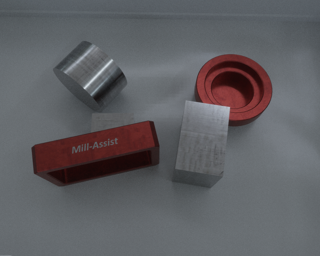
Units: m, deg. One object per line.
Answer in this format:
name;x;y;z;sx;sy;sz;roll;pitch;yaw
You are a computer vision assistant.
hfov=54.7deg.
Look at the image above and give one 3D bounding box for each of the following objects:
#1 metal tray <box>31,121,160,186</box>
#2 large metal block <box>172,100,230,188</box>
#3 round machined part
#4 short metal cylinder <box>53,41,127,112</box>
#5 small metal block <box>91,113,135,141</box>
metal tray;-0.068;0.033;0.362;0.131;0.090;0.030;-12;71;-5
large metal block;0.047;0.023;0.373;0.050;0.080;0.080;9;71;3
round machined part;0.096;-0.047;0.418;0.099;0.042;0.098;0;69;-1
short metal cylinder;-0.090;-0.065;0.403;0.080;0.080;0.050;36;74;12
small metal block;-0.057;0.002;0.395;0.050;0.050;0.025;-1;70;-1
